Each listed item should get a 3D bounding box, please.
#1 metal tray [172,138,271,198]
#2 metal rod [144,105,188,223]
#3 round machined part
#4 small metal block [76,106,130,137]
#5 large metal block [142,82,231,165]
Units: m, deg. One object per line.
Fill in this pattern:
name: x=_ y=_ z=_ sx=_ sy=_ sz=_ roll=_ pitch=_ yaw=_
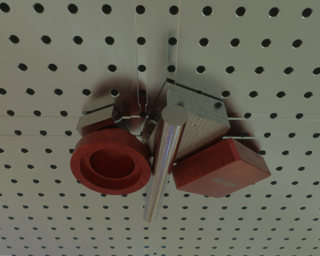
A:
metal tray: x=0.087 y=0.060 z=0.423 sx=0.090 sy=0.030 sz=0.131 roll=-31 pitch=149 yaw=24
metal rod: x=-0.001 y=0.070 z=0.414 sx=0.025 sy=0.025 sz=0.298 roll=5 pitch=146 yaw=-4
round machined part: x=-0.059 y=0.039 z=0.392 sx=0.099 sy=0.042 sz=0.097 roll=2 pitch=131 yaw=2
small metal block: x=-0.074 y=0.004 z=0.410 sx=0.050 sy=0.025 sz=0.050 roll=-17 pitch=128 yaw=14
large metal block: x=0.029 y=-0.001 z=0.391 sx=0.081 sy=0.050 sz=0.079 roll=18 pitch=128 yaw=-15
